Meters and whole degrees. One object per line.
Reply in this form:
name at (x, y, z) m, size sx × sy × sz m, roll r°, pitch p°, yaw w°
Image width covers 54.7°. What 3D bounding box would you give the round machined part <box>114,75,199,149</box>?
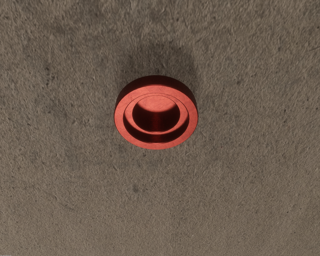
round machined part at (-0.004, -0.023, 0.377) m, size 0.099 × 0.042 × 0.097 m, roll -1°, pitch 130°, yaw 0°
